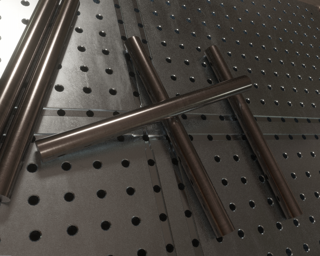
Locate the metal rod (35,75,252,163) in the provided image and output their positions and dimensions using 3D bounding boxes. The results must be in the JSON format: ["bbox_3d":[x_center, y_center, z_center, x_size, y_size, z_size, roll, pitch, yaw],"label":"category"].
[{"bbox_3d":[0.000,-0.021,0.393,0.302,0.025,0.025,-20,72,-27],"label":"metal rod"}]

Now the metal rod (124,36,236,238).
[{"bbox_3d":[0.019,-0.001,0.420,0.025,0.025,0.299,-13,69,-34],"label":"metal rod"}]

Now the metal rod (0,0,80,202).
[{"bbox_3d":[-0.141,-0.060,0.369,0.025,0.025,0.300,18,55,-18],"label":"metal rod"}]

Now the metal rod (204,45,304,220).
[{"bbox_3d":[0.140,-0.006,0.489,0.025,0.025,0.299,-8,66,-32],"label":"metal rod"}]

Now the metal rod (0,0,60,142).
[{"bbox_3d":[-0.165,-0.071,0.363,0.025,0.025,0.300,18,54,-18],"label":"metal rod"}]
